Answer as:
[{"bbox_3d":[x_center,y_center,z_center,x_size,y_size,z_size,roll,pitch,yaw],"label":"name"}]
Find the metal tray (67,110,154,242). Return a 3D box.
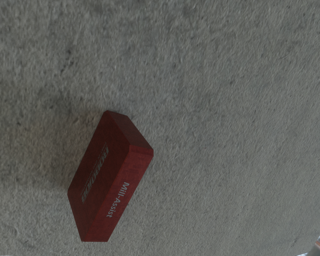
[{"bbox_3d":[-0.064,0.056,0.365,0.030,0.090,0.129,16,110,-35],"label":"metal tray"}]
